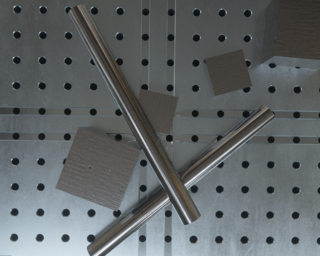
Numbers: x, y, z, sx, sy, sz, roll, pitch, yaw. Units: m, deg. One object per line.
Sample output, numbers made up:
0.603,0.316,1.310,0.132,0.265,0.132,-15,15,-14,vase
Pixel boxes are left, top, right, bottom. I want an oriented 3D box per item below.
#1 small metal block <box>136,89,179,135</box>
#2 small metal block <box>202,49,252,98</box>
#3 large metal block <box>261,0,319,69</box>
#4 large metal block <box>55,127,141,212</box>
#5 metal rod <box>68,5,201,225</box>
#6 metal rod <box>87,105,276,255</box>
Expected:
-0.006,-0.021,0.413,0.050,0.025,0.050,13,90,0,small metal block
0.089,-0.072,0.414,0.050,0.025,0.050,-15,90,0,small metal block
0.183,-0.124,0.402,0.080,0.050,0.080,5,90,0,large metal block
-0.075,0.050,0.400,0.080,0.050,0.080,21,90,0,large metal block
-0.033,-0.018,0.388,0.025,0.025,0.299,-29,88,0,metal rod
0.028,0.073,0.413,0.300,0.025,0.025,-39,90,0,metal rod
